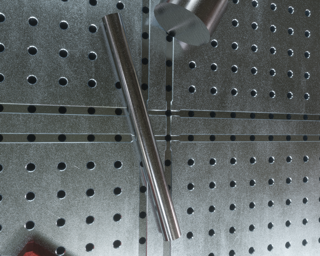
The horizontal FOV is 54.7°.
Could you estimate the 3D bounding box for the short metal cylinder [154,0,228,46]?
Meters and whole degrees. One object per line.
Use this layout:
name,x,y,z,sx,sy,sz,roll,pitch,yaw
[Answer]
short metal cylinder,0.040,-0.151,0.398,0.080,0.080,0.050,33,80,-17

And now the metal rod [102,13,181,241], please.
metal rod,-0.022,0.003,0.404,0.025,0.025,0.298,-17,96,-19

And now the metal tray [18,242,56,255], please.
metal tray,-0.128,0.208,0.362,0.130,0.030,0.090,40,77,-16
